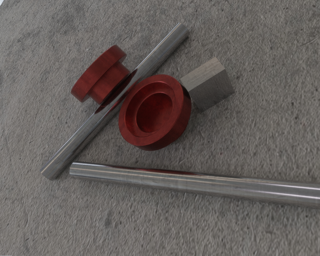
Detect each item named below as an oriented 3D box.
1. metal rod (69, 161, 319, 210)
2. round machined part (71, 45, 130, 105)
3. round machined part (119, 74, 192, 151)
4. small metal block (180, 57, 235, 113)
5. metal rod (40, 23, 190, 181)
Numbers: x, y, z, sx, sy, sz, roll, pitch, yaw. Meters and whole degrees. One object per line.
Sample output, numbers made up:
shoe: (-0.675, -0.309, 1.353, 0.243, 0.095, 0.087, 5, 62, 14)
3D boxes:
metal rod: (0.016, 0.061, 0.357, 0.300, 0.025, 0.025, 1, 62, 28)
round machined part: (-0.082, -0.072, 0.459, 0.098, 0.042, 0.098, -46, 8, 9)
round machined part: (-0.002, -0.016, 0.397, 0.098, 0.042, 0.098, -17, 58, 29)
small metal block: (0.060, -0.053, 0.389, 0.050, 0.050, 0.025, -32, 52, 7)
metal rod: (-0.064, -0.042, 0.463, 0.300, 0.025, 0.025, -48, 51, -6)
